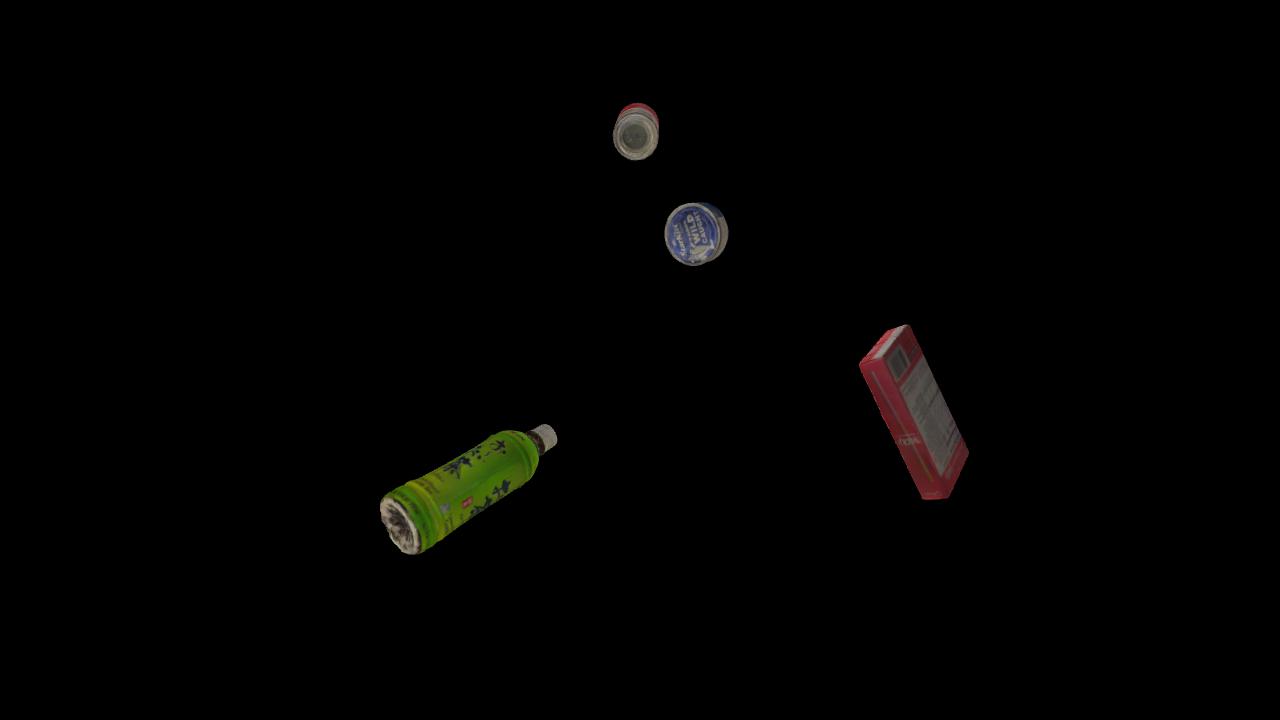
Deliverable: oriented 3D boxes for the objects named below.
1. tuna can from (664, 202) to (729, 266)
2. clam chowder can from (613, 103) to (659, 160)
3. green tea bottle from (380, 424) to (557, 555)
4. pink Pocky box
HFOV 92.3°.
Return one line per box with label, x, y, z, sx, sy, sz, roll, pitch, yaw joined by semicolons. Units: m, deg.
tuna can;0.077;-0.173;0.840;0.084;0.084;0.034;0;15;32
clam chowder can;-0.005;-0.342;0.919;0.068;0.068;0.102;0;30;1
green tea bottle;-0.175;0.127;0.678;0.073;0.073;0.212;0;21;38
pink Pocky box;0.272;0.050;0.606;0.029;0.155;0.084;-21;11;46
